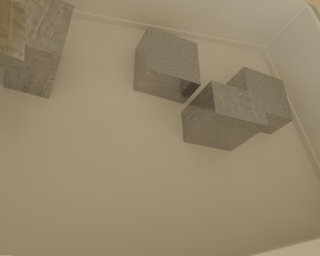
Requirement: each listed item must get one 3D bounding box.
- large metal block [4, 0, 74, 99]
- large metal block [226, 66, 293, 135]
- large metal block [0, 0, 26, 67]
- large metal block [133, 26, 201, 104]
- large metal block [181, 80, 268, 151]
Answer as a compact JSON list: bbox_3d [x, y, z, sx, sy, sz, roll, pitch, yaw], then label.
[{"bbox_3d":[-0.138,-0.093,0.353,0.050,0.080,0.080,15,56,-21],"label":"large metal block"},{"bbox_3d":[0.159,-0.043,0.504,0.081,0.050,0.080,14,56,-21],"label":"large metal block"},{"bbox_3d":[-0.177,-0.085,0.264,0.080,0.080,0.050,15,70,-62],"label":"large metal block"},{"bbox_3d":[0.009,-0.090,0.451,0.081,0.050,0.080,13,56,-22],"label":"large metal block"},{"bbox_3d":[0.085,-0.013,0.426,0.081,0.080,0.050,12,57,-22],"label":"large metal block"}]
